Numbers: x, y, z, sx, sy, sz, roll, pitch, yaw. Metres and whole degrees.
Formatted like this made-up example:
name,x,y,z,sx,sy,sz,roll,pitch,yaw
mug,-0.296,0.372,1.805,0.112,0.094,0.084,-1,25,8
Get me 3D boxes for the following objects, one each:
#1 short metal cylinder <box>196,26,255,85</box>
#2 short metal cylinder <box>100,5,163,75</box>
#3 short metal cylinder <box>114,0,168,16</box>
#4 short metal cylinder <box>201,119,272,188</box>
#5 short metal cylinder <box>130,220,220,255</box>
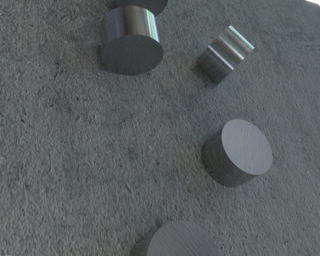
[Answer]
name,x,y,z,sx,sy,sz,roll,pitch,yaw
short metal cylinder,0.103,-0.115,0.494,0.050,0.080,0.080,45,51,2
short metal cylinder,-0.039,-0.116,0.418,0.081,0.080,0.050,5,60,-26
short metal cylinder,-0.033,-0.211,0.479,0.081,0.080,0.050,-7,65,-31
short metal cylinder,0.104,0.035,0.422,0.081,0.050,0.080,14,56,-21
short metal cylinder,0.014,0.139,0.310,0.081,0.050,0.080,14,56,-21
